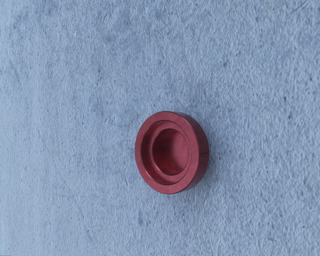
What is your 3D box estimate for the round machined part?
[{"bbox_3d":[0.019,0.029,0.379,0.098,0.042,0.097,0,90,40],"label":"round machined part"}]
